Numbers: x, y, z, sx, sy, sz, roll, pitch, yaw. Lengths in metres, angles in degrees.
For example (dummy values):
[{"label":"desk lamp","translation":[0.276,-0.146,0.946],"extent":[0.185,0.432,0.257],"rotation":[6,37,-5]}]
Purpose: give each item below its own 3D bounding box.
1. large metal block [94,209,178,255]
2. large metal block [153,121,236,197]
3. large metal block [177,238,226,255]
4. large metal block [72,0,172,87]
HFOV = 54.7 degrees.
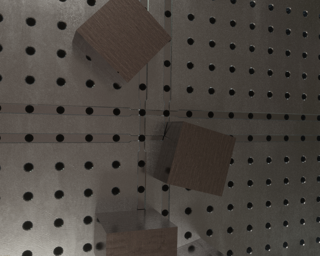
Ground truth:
[{"label":"large metal block","translation":[-0.032,0.135,0.373],"extent":[0.081,0.080,0.050],"rotation":[2,90,-20]},{"label":"large metal block","translation":[0.046,0.040,0.418],"extent":[0.081,0.050,0.080],"rotation":[17,84,-20]},{"label":"large metal block","translation":[0.060,0.205,0.407],"extent":[0.050,0.080,0.080],"rotation":[-15,96,-20]},{"label":"large metal block","translation":[-0.047,-0.109,0.382],"extent":[0.080,0.050,0.080],"rotation":[46,76,-15]}]
